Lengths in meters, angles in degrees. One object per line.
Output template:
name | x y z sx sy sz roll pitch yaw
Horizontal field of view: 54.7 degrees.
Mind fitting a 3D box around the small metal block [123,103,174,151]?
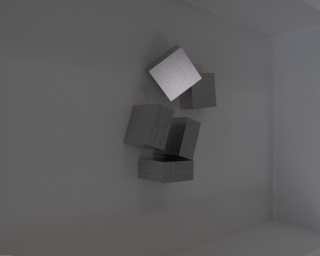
small metal block | -0.015 -0.001 0.378 0.025 0.050 0.050 23 76 -38

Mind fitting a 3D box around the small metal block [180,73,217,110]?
small metal block | 0.055 -0.054 0.452 0.050 0.025 0.050 -9 96 -40

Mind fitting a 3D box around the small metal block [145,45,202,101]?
small metal block | 0.018 -0.072 0.404 0.050 0.025 0.050 -37 115 3

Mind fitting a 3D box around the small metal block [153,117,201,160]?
small metal block | 0.022 0.014 0.409 0.025 0.050 0.050 23 76 -38

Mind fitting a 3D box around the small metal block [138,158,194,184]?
small metal block | 0.007 0.053 0.396 0.050 0.050 0.025 2 89 -40
